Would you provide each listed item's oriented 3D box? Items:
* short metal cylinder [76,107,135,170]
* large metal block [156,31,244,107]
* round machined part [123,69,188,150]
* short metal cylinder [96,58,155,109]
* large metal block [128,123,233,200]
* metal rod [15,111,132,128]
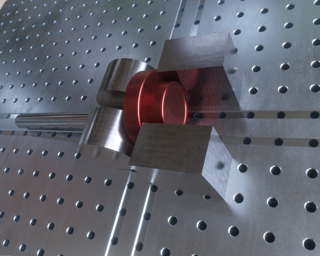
[{"bbox_3d":[-0.059,0.015,0.394,0.080,0.080,0.050,1,63,29],"label":"short metal cylinder"},{"bbox_3d":[0.054,-0.069,0.388,0.080,0.080,0.050,0,62,28],"label":"large metal block"},{"bbox_3d":[0.001,-0.021,0.373,0.042,0.098,0.098,1,62,29],"label":"round machined part"},{"bbox_3d":[-0.041,-0.051,0.426,0.080,0.080,0.050,1,63,28],"label":"short metal cylinder"},{"bbox_3d":[0.026,0.037,0.338,0.080,0.080,0.050,3,63,29],"label":"large metal block"},{"bbox_3d":[-0.115,-0.012,0.462,0.300,0.025,0.025,0,62,32],"label":"metal rod"}]
